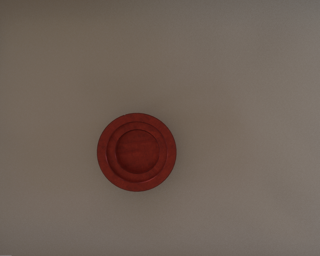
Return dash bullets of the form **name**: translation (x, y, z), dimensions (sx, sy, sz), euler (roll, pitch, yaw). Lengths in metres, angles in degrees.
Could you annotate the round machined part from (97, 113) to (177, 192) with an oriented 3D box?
- **round machined part**: translation (-0.029, 0.030, 0.403), dimensions (0.099, 0.042, 0.097), euler (0, 90, 0)
